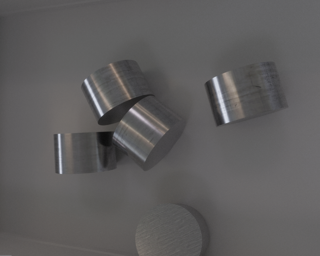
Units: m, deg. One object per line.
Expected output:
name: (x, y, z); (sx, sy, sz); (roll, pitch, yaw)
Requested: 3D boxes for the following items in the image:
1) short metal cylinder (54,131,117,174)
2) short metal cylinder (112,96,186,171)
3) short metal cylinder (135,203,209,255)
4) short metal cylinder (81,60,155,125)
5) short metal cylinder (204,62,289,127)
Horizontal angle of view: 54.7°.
short metal cylinder: (-0.100, 0.031, 0.416); (0.080, 0.080, 0.050); (-3, 89, 20)
short metal cylinder: (-0.012, 0.007, 0.386); (0.050, 0.080, 0.080); (39, 102, 16)
short metal cylinder: (0.017, 0.134, 0.382); (0.080, 0.050, 0.080); (-4, 75, 17)
short metal cylinder: (-0.053, -0.044, 0.400); (0.080, 0.080, 0.050); (-30, 80, 17)
short metal cylinder: (0.095, -0.036, 0.347); (0.080, 0.080, 0.050); (-17, 85, 19)
